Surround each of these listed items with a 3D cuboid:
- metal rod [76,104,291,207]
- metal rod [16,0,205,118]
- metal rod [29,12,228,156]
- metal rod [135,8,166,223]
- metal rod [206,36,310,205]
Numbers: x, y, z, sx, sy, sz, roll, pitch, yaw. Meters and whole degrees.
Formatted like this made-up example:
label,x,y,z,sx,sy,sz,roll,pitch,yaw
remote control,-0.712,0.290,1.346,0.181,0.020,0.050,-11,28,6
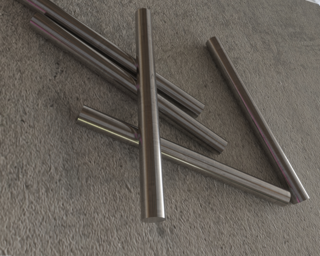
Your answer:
label,x,y,z,sx,sy,sz,roll,pitch,yaw
metal rod,0.041,0.041,0.400,0.302,0.025,0.025,23,53,-14
metal rod,-0.068,-0.105,0.431,0.301,0.025,0.025,33,51,-7
metal rod,-0.038,-0.056,0.417,0.301,0.025,0.025,34,51,-6
metal rod,-0.016,-0.038,0.384,0.025,0.025,0.299,10,57,-23
metal rod,0.148,-0.023,0.497,0.025,0.025,0.299,-11,67,-33
